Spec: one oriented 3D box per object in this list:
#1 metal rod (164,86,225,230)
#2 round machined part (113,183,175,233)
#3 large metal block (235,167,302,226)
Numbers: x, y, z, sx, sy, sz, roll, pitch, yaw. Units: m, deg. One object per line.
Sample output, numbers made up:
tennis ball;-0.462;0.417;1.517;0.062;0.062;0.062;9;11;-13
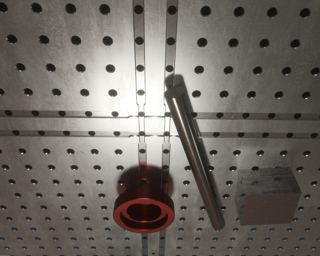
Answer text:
metal rod;0.061;0.065;0.467;0.025;0.025;0.299;-14;129;11
round machined part;-0.026;0.129;0.510;0.099;0.042;0.097;-1;130;0
large metal block;0.167;0.109;0.491;0.080;0.050;0.079;-4;130;2
